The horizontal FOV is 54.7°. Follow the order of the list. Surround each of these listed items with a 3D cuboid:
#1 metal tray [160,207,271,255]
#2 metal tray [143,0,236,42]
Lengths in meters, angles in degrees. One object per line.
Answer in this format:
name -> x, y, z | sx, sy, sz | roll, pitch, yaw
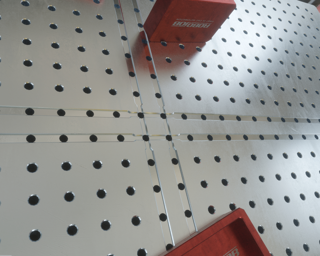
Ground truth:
metal tray -> 0.066, 0.157, 0.345 | 0.131, 0.030, 0.090 | -18, 71, -35
metal tray -> 0.048, -0.182, 0.505 | 0.131, 0.090, 0.030 | -10, 67, -33
